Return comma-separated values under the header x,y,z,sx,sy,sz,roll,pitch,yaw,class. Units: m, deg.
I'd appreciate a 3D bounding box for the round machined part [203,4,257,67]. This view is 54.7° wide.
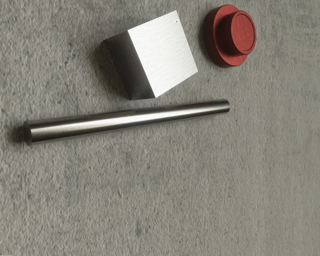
x,y,z,sx,sy,sz,roll,pitch,yaw,class
0.117,-0.148,0.494,0.099,0.042,0.097,0,90,-40,round machined part

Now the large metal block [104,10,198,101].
x,y,z,sx,sy,sz,roll,pitch,yaw,class
-0.009,-0.089,0.383,0.081,0.050,0.080,-36,113,-34,large metal block

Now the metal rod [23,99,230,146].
x,y,z,sx,sy,sz,roll,pitch,yaw,class
-0.013,-0.014,0.395,0.302,0.025,0.025,-10,97,-40,metal rod
